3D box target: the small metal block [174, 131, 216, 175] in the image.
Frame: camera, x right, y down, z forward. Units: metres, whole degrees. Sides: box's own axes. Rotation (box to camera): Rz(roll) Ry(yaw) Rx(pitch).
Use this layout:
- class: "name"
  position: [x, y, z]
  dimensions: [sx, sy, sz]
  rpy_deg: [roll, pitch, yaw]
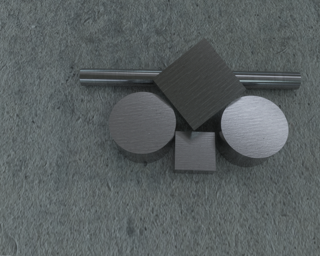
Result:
- class: "small metal block"
  position: [0.044, 0.032, 0.398]
  dimensions: [0.050, 0.025, 0.050]
  rpy_deg: [2, 70, 0]

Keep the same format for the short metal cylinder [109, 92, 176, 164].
- class: "short metal cylinder"
  position: [-0.021, 0.001, 0.395]
  dimensions: [0.081, 0.050, 0.080]
  rpy_deg: [0, 70, 0]

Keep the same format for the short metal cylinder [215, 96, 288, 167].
- class: "short metal cylinder"
  position: [0.113, 0.006, 0.394]
  dimensions: [0.081, 0.050, 0.080]
  rpy_deg: [0, 70, 0]

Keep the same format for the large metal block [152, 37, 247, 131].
- class: "large metal block"
  position: [0.048, -0.053, 0.397]
  dimensions: [0.080, 0.050, 0.080]
  rpy_deg: [-39, 91, 1]

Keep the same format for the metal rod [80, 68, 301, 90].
- class: "metal rod"
  position: [0.042, -0.069, 0.434]
  dimensions: [0.302, 0.025, 0.025]
  rpy_deg: [1, 70, 0]
